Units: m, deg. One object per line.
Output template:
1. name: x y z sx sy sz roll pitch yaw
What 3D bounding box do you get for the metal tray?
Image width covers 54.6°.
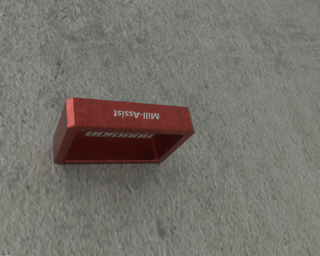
1. metal tray: -0.041 0.008 0.334 0.131 0.090 0.030 3 61 -27
